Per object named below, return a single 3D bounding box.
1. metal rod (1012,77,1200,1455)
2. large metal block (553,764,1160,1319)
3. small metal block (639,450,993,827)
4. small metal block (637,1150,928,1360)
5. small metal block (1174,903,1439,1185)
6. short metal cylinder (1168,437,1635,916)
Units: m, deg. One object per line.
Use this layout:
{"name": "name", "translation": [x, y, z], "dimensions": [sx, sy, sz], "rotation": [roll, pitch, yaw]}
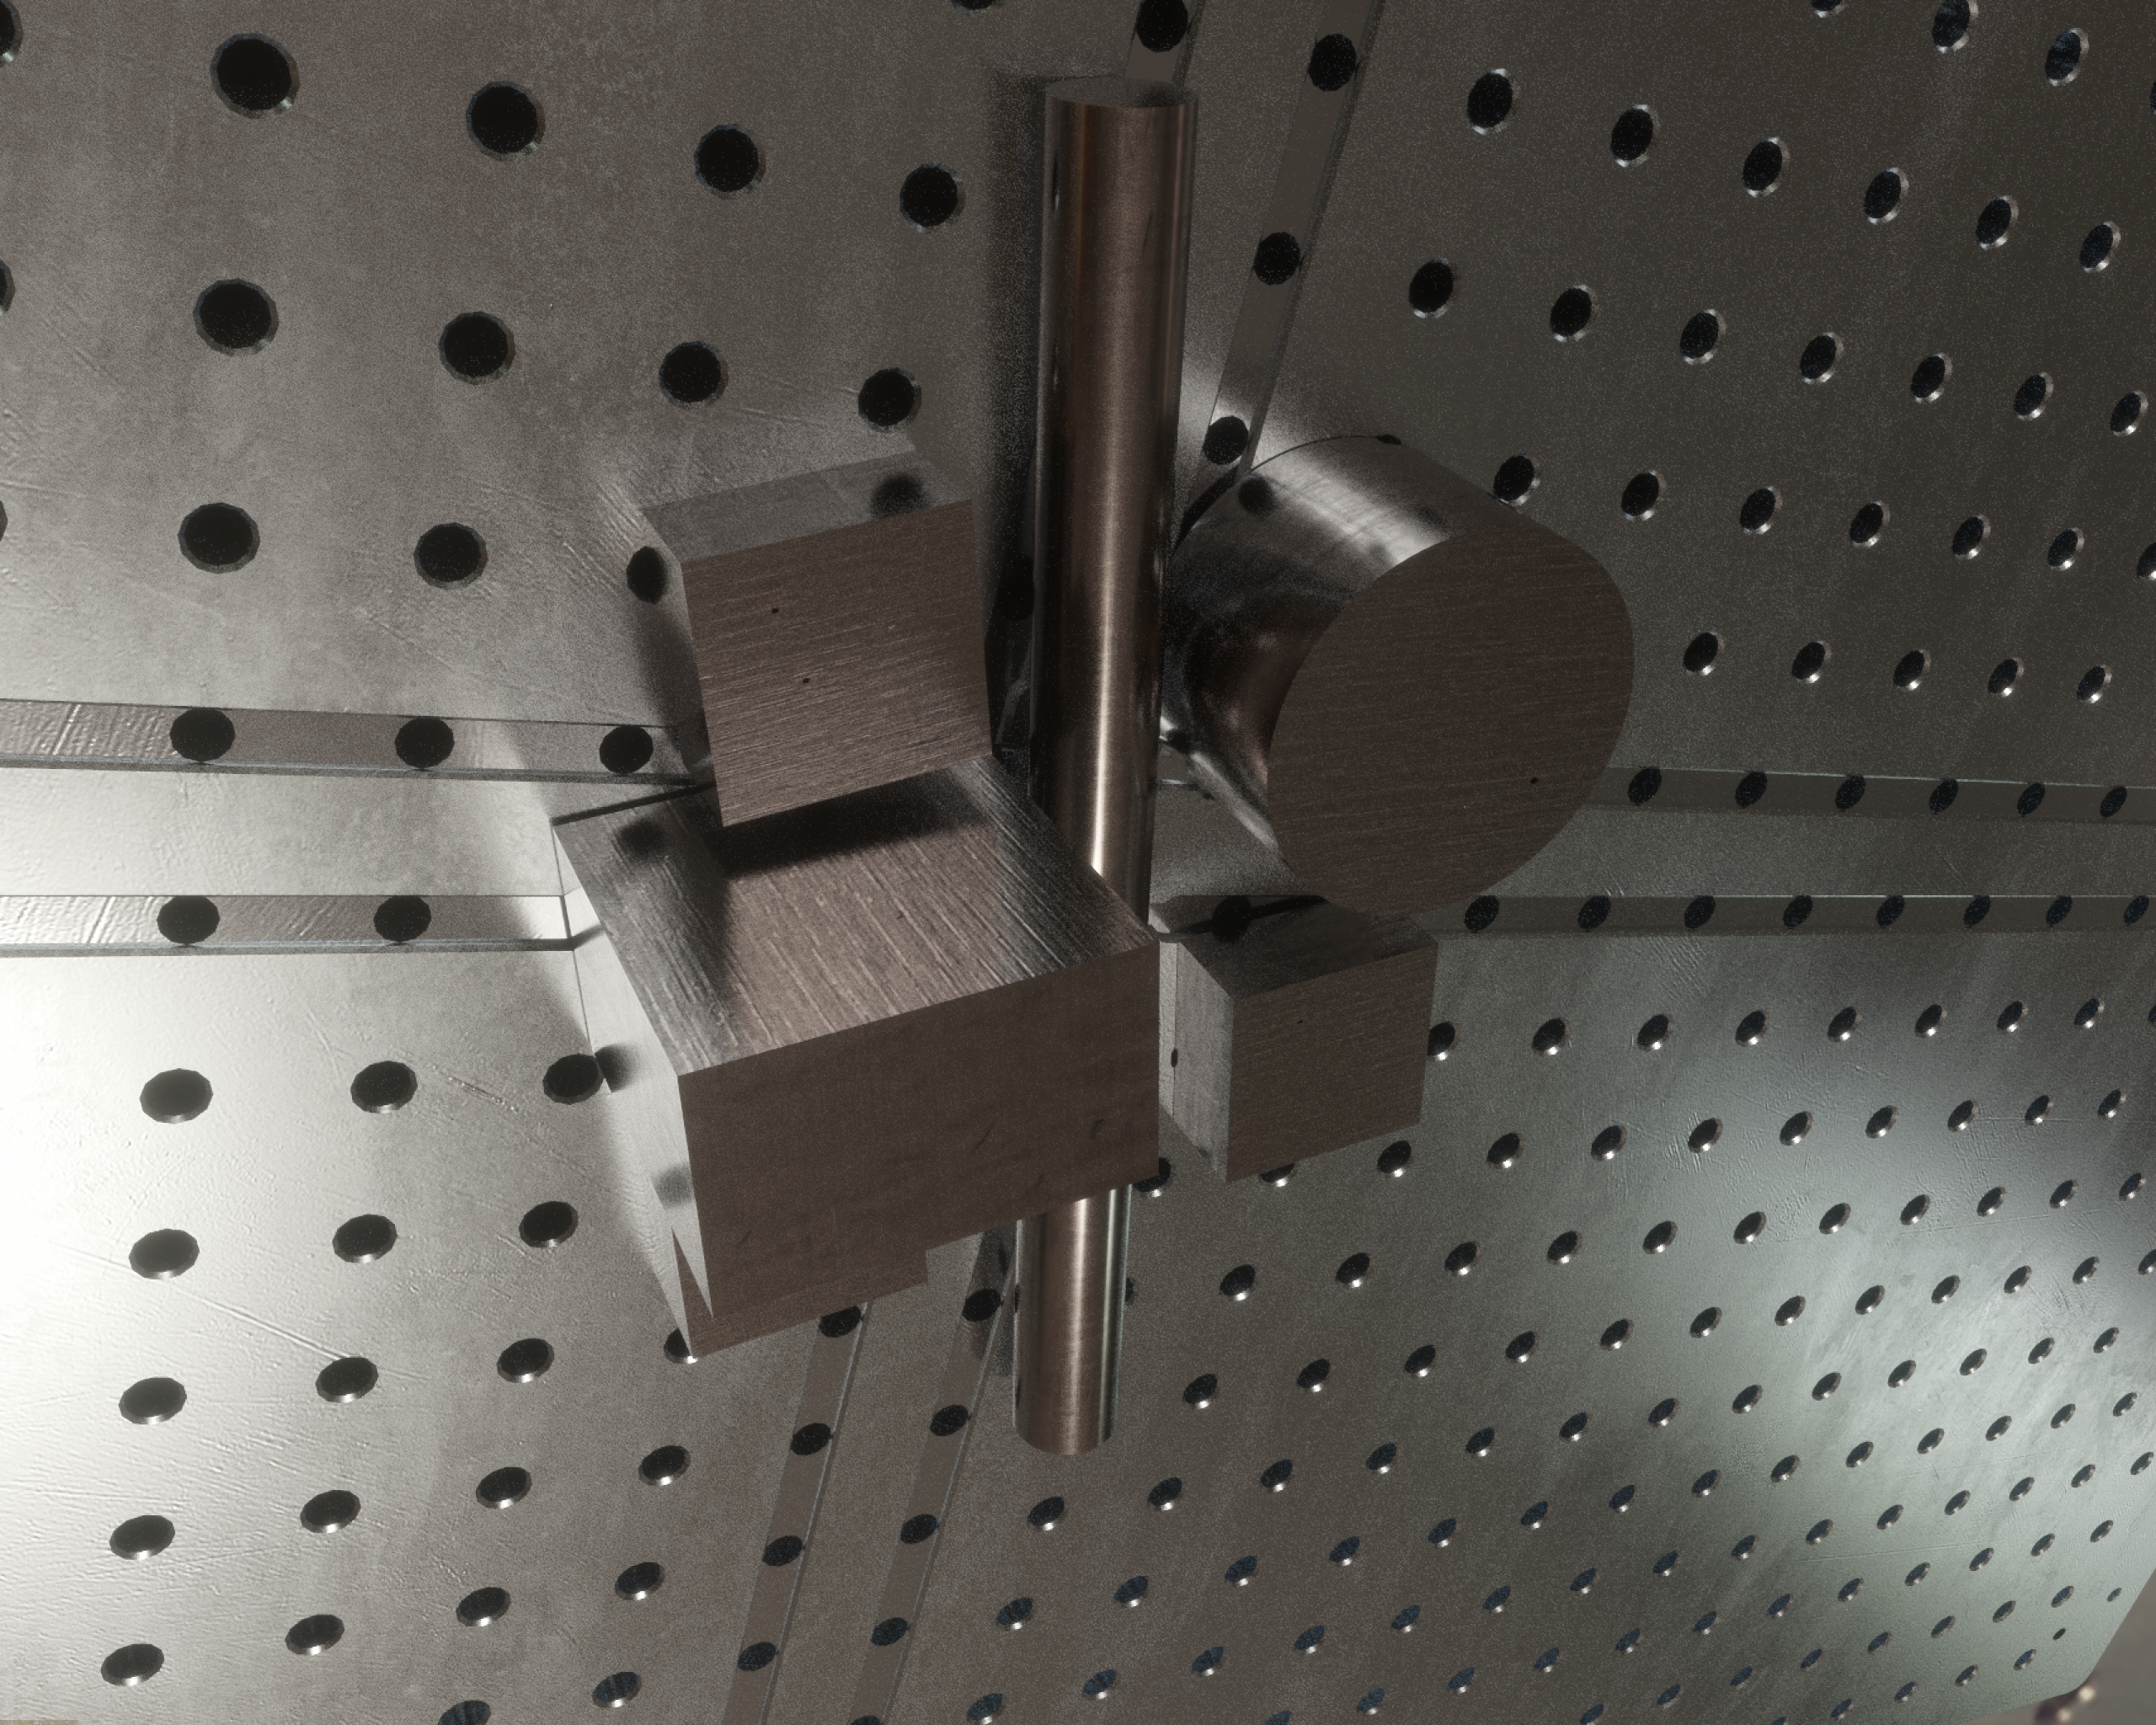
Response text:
{"name": "metal rod", "translation": [0.002, 0.003, 0.415], "dimensions": [0.025, 0.025, 0.298], "rotation": [-12, 124, -22]}
{"name": "large metal block", "translation": [-0.040, 0.024, 0.368], "dimensions": [0.081, 0.080, 0.050], "rotation": [-15, 125, -21]}
{"name": "small metal block", "translation": [-0.045, -0.039, 0.364], "dimensions": [0.050, 0.025, 0.050], "rotation": [-16, 125, -20]}
{"name": "small metal block", "translation": [-0.060, 0.066, 0.421], "dimensions": [0.050, 0.025, 0.050], "rotation": [-15, 125, -21]}
{"name": "small metal block", "translation": [0.050, 0.038, 0.464], "dimensions": [0.050, 0.025, 0.050], "rotation": [-14, 124, -21]}
{"name": "short metal cylinder", "translation": [0.060, -0.036, 0.406], "dimensions": [0.081, 0.050, 0.079], "rotation": [-14, 125, -21]}
